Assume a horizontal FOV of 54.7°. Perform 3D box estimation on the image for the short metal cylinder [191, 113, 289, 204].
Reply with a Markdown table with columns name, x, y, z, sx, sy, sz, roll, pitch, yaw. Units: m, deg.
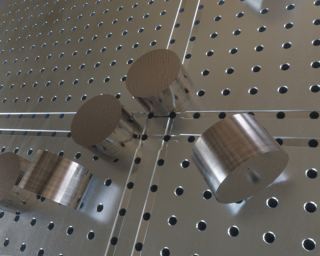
| name | x | y | z | sx | sy | sz | roll | pitch | yaw |
| --- | --- | --- | --- | --- | --- | --- | --- | --- | --- |
| short metal cylinder | 0.079 | 0.032 | 0.312 | 0.080 | 0.080 | 0.050 | -34 | 51 | 6 |

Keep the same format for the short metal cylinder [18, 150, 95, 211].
| name | x | y | z | sx | sy | sz | roll | pitch | yaw |
| --- | --- | --- | --- | --- | --- | --- | --- | --- | --- |
| short metal cylinder | -0.132 | 0.068 | 0.400 | 0.080 | 0.080 | 0.050 | 9 | 67 | 32 |

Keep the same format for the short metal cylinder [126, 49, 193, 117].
| name | x | y | z | sx | sy | sz | roll | pitch | yaw |
| --- | --- | --- | --- | --- | --- | --- | --- | --- | --- |
| short metal cylinder | 0.000 | -0.062 | 0.431 | 0.080 | 0.050 | 0.080 | -13 | 56 | 21 |

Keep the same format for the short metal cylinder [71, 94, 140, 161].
| name | x | y | z | sx | sy | sz | roll | pitch | yaw |
| --- | --- | --- | --- | --- | --- | --- | --- | --- | --- |
| short metal cylinder | -0.075 | 0.000 | 0.432 | 0.080 | 0.050 | 0.080 | -13 | 56 | 21 |

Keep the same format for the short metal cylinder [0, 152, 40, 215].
| name | x | y | z | sx | sy | sz | roll | pitch | yaw |
| --- | --- | --- | --- | --- | --- | --- | --- | --- | --- |
| short metal cylinder | -0.218 | 0.082 | 0.457 | 0.080 | 0.050 | 0.080 | -13 | 56 | 21 |
